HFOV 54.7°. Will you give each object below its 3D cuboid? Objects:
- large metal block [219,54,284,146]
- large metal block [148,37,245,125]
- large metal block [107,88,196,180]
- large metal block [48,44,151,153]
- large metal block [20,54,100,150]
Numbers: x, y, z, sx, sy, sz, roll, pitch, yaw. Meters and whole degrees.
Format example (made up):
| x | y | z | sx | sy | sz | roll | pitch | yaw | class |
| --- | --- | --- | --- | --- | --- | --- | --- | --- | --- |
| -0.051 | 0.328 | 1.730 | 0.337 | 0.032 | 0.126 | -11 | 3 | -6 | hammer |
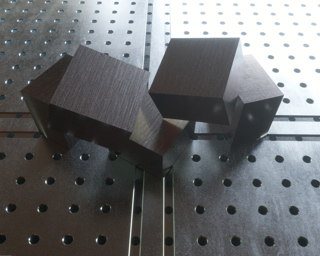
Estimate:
| x | y | z | sx | sy | sz | roll | pitch | yaw | class |
| --- | --- | --- | --- | --- | --- | --- | --- | --- | --- |
| 0.106 | -0.036 | 0.404 | 0.050 | 0.080 | 0.080 | -13 | 51 | -11 | large metal block |
| 0.044 | -0.054 | 0.347 | 0.080 | 0.050 | 0.080 | 7 | 62 | 25 | large metal block |
| -0.010 | 0.004 | 0.387 | 0.080 | 0.050 | 0.080 | 26 | 54 | 19 | large metal block |
| -0.064 | -0.030 | 0.331 | 0.080 | 0.050 | 0.080 | 20 | 57 | -10 | large metal block |
| -0.118 | -0.034 | 0.398 | 0.050 | 0.080 | 0.080 | 24 | 54 | 18 | large metal block |
